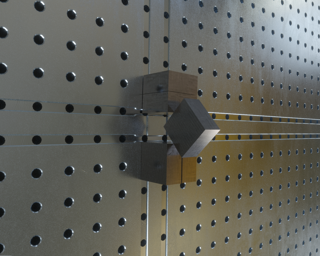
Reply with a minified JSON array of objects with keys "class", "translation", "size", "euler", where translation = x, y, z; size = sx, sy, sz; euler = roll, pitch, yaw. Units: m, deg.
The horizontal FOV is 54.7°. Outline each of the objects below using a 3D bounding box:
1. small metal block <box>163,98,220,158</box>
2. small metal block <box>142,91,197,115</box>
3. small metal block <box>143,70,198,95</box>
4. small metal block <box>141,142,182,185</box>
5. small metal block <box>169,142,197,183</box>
[{"class":"small metal block","translation":[0.037,0.000,0.372],"size":[0.025,0.050,0.050],"euler":[1,47,-40]},{"class":"small metal block","translation":[0.013,-0.031,0.405],"size":[0.050,0.050,0.025],"euler":[3,89,-40]},{"class":"small metal block","translation":[0.013,-0.056,0.405],"size":[0.050,0.050,0.025],"euler":[3,89,-40]},{"class":"small metal block","translation":[0.001,0.044,0.396],"size":[0.025,0.050,0.050],"euler":[2,89,-40]},{"class":"small metal block","translation":[0.021,0.044,0.411],"size":[0.025,0.050,0.050],"euler":[2,89,-40]}]
